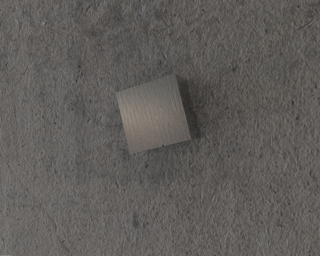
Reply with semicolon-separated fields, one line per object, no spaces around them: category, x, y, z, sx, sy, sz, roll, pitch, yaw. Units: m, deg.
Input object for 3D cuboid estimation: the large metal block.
large metal block;-0.001;-0.016;0.396;0.080;0.050;0.080;-15;85;19
